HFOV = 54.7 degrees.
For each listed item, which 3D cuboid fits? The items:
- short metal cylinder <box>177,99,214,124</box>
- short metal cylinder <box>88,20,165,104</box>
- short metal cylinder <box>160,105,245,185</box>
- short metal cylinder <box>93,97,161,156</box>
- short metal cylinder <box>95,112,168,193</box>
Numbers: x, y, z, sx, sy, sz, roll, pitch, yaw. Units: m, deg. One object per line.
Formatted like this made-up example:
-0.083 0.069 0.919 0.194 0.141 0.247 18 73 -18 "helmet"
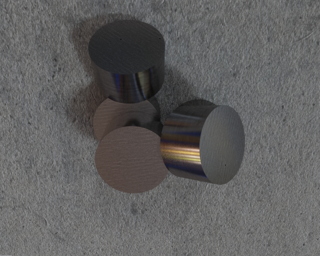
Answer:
0.051 0.008 0.401 0.081 0.050 0.079 0 110 -1 "short metal cylinder"
-0.035 -0.074 0.347 0.081 0.080 0.050 0 149 -1 "short metal cylinder"
0.047 0.016 0.327 0.050 0.081 0.080 3 118 45 "short metal cylinder"
-0.039 -0.011 0.393 0.081 0.050 0.079 0 110 -1 "short metal cylinder"
-0.029 0.027 0.353 0.081 0.050 0.079 0 110 -1 "short metal cylinder"
